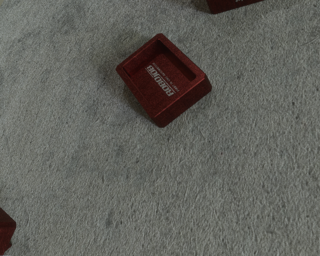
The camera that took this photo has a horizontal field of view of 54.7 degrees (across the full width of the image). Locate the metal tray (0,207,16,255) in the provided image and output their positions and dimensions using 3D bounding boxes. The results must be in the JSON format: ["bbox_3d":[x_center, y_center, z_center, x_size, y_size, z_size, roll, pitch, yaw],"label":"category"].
[{"bbox_3d":[-0.252,0.166,0.412,0.090,0.030,0.130,22,86,34],"label":"metal tray"}]

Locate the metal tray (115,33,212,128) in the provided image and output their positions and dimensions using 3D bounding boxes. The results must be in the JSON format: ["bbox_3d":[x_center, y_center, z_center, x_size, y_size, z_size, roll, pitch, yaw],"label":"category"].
[{"bbox_3d":[0.001,-0.072,0.444,0.090,0.030,0.130,-38,51,2],"label":"metal tray"}]

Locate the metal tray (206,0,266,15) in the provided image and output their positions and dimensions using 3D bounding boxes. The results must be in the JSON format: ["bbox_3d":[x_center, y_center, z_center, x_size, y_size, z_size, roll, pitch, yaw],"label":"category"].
[{"bbox_3d":[0.137,-0.230,0.469,0.130,0.030,0.090,-8,58,23],"label":"metal tray"}]

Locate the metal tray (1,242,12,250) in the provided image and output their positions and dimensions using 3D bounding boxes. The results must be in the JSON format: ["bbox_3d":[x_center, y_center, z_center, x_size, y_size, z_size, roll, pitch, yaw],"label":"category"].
[{"bbox_3d":[-0.256,0.111,0.401,0.090,0.129,0.030,29,61,38],"label":"metal tray"}]
